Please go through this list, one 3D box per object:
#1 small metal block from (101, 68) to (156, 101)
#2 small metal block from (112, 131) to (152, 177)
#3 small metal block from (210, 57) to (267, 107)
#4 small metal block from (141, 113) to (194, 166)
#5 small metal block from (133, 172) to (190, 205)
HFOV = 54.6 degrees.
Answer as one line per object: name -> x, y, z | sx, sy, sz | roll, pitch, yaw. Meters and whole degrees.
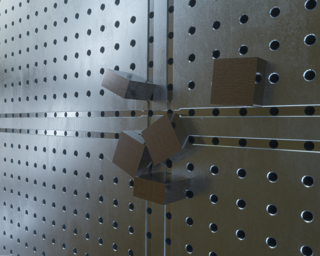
small metal block -> -0.044, -0.060, 0.431 | 0.050, 0.050, 0.025 | 30, 109, 36
small metal block -> -0.037, 0.037, 0.441 | 0.050, 0.025, 0.050 | 29, 108, 36
small metal block -> 0.085, -0.049, 0.339 | 0.050, 0.025, 0.050 | 7, 95, 40
small metal block -> 0.009, 0.015, 0.403 | 0.050, 0.025, 0.050 | -36, 68, 34
small metal block -> 0.002, 0.075, 0.392 | 0.050, 0.050, 0.025 | 5, 94, 40
